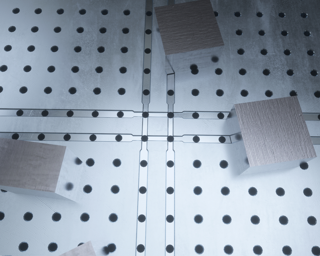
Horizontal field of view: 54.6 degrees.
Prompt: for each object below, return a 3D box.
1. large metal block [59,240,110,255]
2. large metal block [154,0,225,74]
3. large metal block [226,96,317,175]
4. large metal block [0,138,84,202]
[{"bbox_3d":[-0.073,0.166,0.322,0.050,0.080,0.080,-24,72,-8],"label":"large metal block"},{"bbox_3d":[0.039,-0.131,0.447,0.080,0.050,0.080,-11,70,-4],"label":"large metal block"},{"bbox_3d":[0.137,0.010,0.395,0.080,0.050,0.080,-8,70,-3],"label":"large metal block"},{"bbox_3d":[-0.143,0.051,0.363,0.080,0.080,0.050,7,70,3],"label":"large metal block"}]
